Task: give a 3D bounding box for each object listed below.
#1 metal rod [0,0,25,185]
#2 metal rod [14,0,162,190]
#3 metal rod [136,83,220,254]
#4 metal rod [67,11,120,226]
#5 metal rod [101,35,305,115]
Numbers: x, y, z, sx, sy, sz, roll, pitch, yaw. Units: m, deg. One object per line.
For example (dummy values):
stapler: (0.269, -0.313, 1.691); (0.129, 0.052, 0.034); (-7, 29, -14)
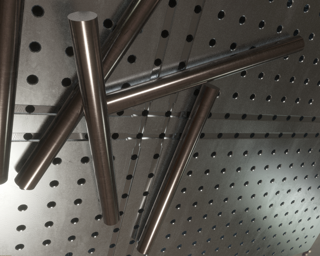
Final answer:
metal rod: (-0.143, -0.074, 0.287); (0.025, 0.025, 0.298); (3, 117, -30)
metal rod: (-0.072, -0.054, 0.339); (0.025, 0.025, 0.299); (29, 102, -38)
metal rod: (0.020, 0.074, 0.469); (0.025, 0.025, 0.298); (6, 115, -32)
metal rod: (-0.069, 0.018, 0.361); (0.025, 0.025, 0.298); (-16, 133, -20)
metal rod: (0.063, -0.073, 0.402); (0.302, 0.025, 0.025); (-20, 126, -17)
